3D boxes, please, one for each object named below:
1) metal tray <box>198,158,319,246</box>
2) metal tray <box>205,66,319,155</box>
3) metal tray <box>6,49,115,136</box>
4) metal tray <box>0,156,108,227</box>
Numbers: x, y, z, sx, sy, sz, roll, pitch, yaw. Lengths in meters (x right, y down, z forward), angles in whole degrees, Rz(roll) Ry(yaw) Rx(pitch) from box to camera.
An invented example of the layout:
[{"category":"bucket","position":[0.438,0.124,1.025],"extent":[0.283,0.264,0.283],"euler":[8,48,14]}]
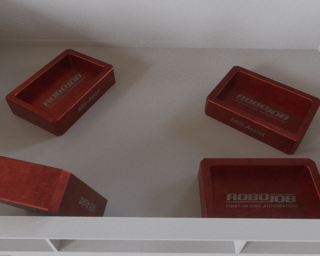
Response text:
[{"category":"metal tray","position":[0.111,0.078,0.337],"extent":[0.131,0.030,0.090],"euler":[0,50,-1]},{"category":"metal tray","position":[0.140,-0.029,0.428],"extent":[0.130,0.030,0.090],"euler":[28,55,21]},{"category":"metal tray","position":[-0.138,-0.057,0.447],"extent":[0.090,0.030,0.130],"euler":[24,54,18]},{"category":"metal tray","position":[-0.108,0.060,0.283],"extent":[0.090,0.130,0.030],"euler":[10,69,8]}]
